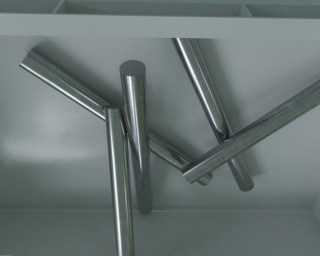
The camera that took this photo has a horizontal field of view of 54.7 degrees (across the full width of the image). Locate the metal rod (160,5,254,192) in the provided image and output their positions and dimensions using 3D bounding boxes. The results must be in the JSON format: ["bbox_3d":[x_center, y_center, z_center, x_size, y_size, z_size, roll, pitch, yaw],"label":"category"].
[{"bbox_3d":[0.074,-0.013,0.398,0.025,0.025,0.299,-19,128,15],"label":"metal rod"}]

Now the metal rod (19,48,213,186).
[{"bbox_3d":[-0.038,0.000,0.408,0.301,0.025,0.025,35,121,-27],"label":"metal rod"}]

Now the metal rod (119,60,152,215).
[{"bbox_3d":[-0.026,0.039,0.410,0.025,0.025,0.298,-1,140,0],"label":"metal rod"}]

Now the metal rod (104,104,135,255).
[{"bbox_3d":[-0.049,0.117,0.408,0.025,0.025,0.298,-2,107,1],"label":"metal rod"}]

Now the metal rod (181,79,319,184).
[{"bbox_3d":[0.153,-0.018,0.373,0.300,0.025,0.025,-36,122,18],"label":"metal rod"}]
